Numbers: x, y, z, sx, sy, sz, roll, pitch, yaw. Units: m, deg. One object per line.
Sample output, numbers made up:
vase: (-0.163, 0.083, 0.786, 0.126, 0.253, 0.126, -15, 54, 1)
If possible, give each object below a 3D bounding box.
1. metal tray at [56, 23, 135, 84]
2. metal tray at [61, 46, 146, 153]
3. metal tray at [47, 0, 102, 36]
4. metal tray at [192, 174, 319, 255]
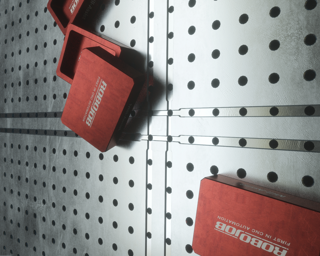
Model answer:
metal tray: (-0.106, -0.102, 0.489, 0.130, 0.030, 0.089, 32, 110, 31)
metal tray: (-0.086, -0.040, 0.450, 0.090, 0.030, 0.129, 34, 120, 12)
metal tray: (-0.136, -0.229, 0.519, 0.129, 0.030, 0.090, -50, 61, 28)
metal tray: (0.100, 0.108, 0.324, 0.130, 0.030, 0.089, 11, 97, 39)
